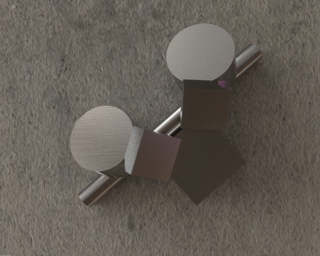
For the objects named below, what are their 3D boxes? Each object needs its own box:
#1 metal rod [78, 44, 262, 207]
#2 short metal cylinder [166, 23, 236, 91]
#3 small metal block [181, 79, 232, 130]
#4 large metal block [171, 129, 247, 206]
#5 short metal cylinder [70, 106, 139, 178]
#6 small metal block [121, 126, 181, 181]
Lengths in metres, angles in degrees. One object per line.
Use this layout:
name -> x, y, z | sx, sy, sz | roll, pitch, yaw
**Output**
metal rod -> 0.014, -0.003, 0.411 | 0.300, 0.025, 0.025 | -41, 91, -1
short metal cylinder -> 0.053, -0.081, 0.384 | 0.080, 0.050, 0.080 | -5, 71, 14
small metal block -> 0.050, -0.026, 0.349 | 0.050, 0.025, 0.050 | 2, 121, -1
large metal block -> 0.048, 0.037, 0.398 | 0.080, 0.050, 0.080 | -41, 91, 0
short metal cylinder -> -0.062, 0.018, 0.384 | 0.080, 0.050, 0.080 | -5, 71, 14
small metal block -> -0.010, 0.029, 0.349 | 0.050, 0.025, 0.050 | 16, 90, -33
